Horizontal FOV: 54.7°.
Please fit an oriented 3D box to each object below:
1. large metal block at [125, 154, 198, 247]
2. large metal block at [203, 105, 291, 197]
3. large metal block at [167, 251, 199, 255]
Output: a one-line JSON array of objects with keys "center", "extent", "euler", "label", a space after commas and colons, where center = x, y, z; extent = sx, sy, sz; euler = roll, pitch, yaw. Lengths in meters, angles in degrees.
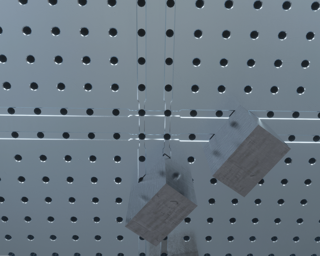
[{"center": [0.001, 0.095, 0.419], "extent": [0.050, 0.080, 0.080], "euler": [38, 106, -13], "label": "large metal block"}, {"center": [0.105, 0.026, 0.395], "extent": [0.050, 0.080, 0.080], "euler": [35, 106, -12], "label": "large metal block"}, {"center": [0.029, 0.251, 0.493], "extent": [0.080, 0.050, 0.079], "euler": [-10, 110, 3], "label": "large metal block"}]
